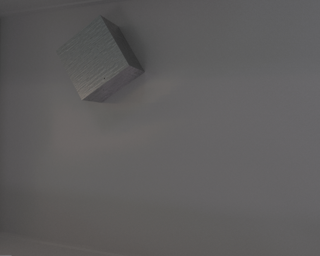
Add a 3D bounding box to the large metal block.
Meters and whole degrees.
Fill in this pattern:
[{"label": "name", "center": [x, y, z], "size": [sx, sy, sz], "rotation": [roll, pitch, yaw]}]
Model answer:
[{"label": "large metal block", "center": [-0.081, -0.091, 0.427], "size": [0.080, 0.050, 0.080], "rotation": [-33, 80, 17]}]
